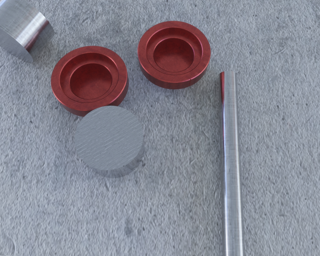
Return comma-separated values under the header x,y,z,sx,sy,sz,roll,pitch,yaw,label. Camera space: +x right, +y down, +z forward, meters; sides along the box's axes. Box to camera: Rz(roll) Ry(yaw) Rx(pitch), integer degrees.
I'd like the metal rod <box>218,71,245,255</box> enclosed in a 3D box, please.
x,y,z,sx,sy,sz,roll,pitch,yaw,label
0.089,0.066,0.385,0.025,0.025,0.299,3,70,0,metal rod

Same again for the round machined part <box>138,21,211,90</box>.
x,y,z,sx,sy,sz,roll,pitch,yaw,label
0.019,-0.097,0.435,0.099,0.042,0.098,0,70,-1,round machined part

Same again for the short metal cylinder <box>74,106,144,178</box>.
x,y,z,sx,sy,sz,roll,pitch,yaw,label
-0.060,0.019,0.387,0.081,0.050,0.080,0,70,-1,short metal cylinder

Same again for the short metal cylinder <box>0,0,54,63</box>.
x,y,z,sx,sy,sz,roll,pitch,yaw,label
-0.195,-0.136,0.426,0.080,0.080,0.050,28,72,9,short metal cylinder

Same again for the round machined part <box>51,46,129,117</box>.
x,y,z,sx,sy,sz,roll,pitch,yaw,label
-0.091,-0.059,0.418,0.099,0.042,0.098,0,67,1,round machined part
